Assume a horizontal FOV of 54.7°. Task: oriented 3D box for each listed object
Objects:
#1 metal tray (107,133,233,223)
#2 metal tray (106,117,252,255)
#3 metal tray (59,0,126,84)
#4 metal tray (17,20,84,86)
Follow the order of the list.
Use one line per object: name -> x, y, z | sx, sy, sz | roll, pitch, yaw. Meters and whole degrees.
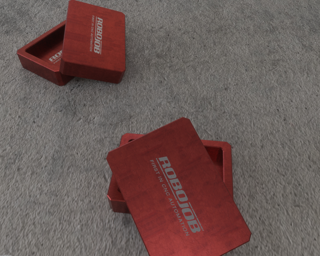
metal tray -> 0.014, 0.054, 0.353 | 0.131, 0.030, 0.090 | 5, 50, 4
metal tray -> 0.015, 0.065, 0.301 | 0.090, 0.030, 0.130 | -26, 75, -5
metal tray -> -0.101, -0.135, 0.480 | 0.091, 0.030, 0.130 | 8, 58, -20
metal tray -> -0.151, -0.131, 0.508 | 0.090, 0.030, 0.131 | 27, 55, 20
